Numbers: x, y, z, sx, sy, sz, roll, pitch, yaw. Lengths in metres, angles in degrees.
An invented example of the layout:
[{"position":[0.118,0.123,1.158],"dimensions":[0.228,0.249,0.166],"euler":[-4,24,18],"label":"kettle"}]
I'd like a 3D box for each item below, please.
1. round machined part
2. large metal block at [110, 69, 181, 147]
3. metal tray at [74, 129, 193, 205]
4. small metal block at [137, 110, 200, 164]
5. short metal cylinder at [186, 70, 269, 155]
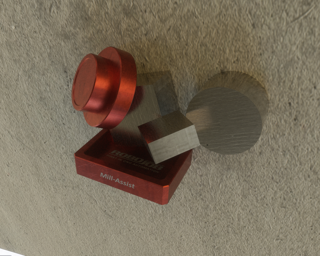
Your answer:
[{"position":[-0.072,-0.050,0.367],"dimensions":[0.042,0.098,0.098],"euler":[13,140,-36],"label":"round machined part"},{"position":[-0.023,-0.023,0.391],"dimensions":[0.080,0.050,0.080],"euler":[-1,118,29],"label":"large metal block"},{"position":[-0.033,0.042,0.409],"dimensions":[0.130,0.090,0.030],"euler":[16,125,19],"label":"metal tray"},{"position":[0.008,0.008,0.334],"dimensions":[0.050,0.050,0.025],"euler":[-23,115,-7],"label":"small metal block"},{"position":[0.075,-0.017,0.343],"dimensions":[0.080,0.050,0.079],"euler":[13,124,21],"label":"short metal cylinder"}]
